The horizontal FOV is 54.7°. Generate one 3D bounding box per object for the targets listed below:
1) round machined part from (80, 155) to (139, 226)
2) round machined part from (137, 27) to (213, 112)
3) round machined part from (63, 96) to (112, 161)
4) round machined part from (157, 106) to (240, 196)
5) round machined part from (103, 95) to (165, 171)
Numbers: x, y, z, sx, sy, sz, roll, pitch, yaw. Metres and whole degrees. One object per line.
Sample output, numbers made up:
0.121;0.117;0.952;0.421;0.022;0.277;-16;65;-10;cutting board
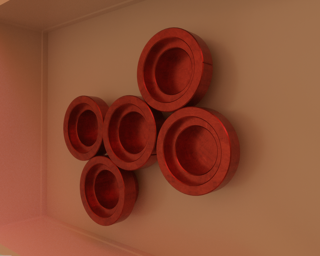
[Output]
-0.070;0.088;0.449;0.098;0.042;0.097;0;90;40;round machined part
0.022;-0.067;0.375;0.098;0.042;0.097;0;90;40;round machined part
-0.103;0.000;0.478;0.098;0.042;0.097;0;90;40;round machined part
0.047;0.025;0.354;0.098;0.042;0.097;0;90;40;round machined part
-0.029;0.006;0.415;0.098;0.042;0.097;0;90;40;round machined part
